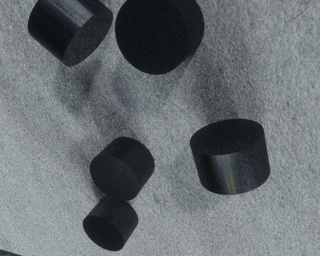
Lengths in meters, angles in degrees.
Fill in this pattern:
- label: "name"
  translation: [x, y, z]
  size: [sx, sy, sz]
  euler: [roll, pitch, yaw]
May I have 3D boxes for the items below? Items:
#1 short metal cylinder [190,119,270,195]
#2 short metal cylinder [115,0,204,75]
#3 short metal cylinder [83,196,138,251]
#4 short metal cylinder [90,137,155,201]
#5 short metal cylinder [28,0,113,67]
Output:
- label: "short metal cylinder"
  translation: [0.079, 0.030, 0.348]
  size: [0.080, 0.080, 0.050]
  euler: [-3, 117, 29]
- label: "short metal cylinder"
  translation: [0.001, -0.102, 0.326]
  size: [0.080, 0.050, 0.079]
  euler: [13, 124, 20]
- label: "short metal cylinder"
  translation: [-0.085, 0.164, 0.535]
  size: [0.080, 0.050, 0.079]
  euler: [13, 124, 20]
- label: "short metal cylinder"
  translation: [-0.055, 0.060, 0.455]
  size: [0.080, 0.050, 0.079]
  euler: [13, 124, 20]
- label: "short metal cylinder"
  translation: [-0.099, -0.116, 0.350]
  size: [0.050, 0.080, 0.080]
  euler: [41, 129, 0]
